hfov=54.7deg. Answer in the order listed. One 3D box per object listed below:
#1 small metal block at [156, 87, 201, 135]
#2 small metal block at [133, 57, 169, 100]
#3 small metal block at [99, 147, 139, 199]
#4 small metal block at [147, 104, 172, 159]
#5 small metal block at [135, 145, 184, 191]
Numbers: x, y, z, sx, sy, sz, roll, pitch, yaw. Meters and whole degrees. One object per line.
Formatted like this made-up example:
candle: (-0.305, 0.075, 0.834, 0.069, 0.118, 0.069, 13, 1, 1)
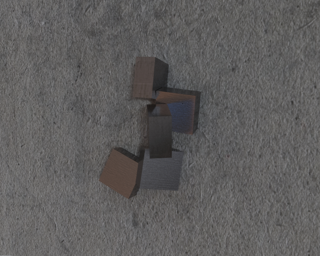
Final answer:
small metal block: (0.022, -0.023, 0.393, 0.050, 0.025, 0.050, 10, 112, 19)
small metal block: (-0.011, -0.062, 0.399, 0.025, 0.050, 0.050, 6, 92, 21)
small metal block: (-0.048, 0.061, 0.426, 0.050, 0.025, 0.050, 28, 99, 17)
small metal block: (-0.001, 0.002, 0.366, 0.025, 0.050, 0.050, -2, 110, -4)
small metal block: (-0.001, 0.051, 0.396, 0.050, 0.025, 0.050, 7, 93, -17)
